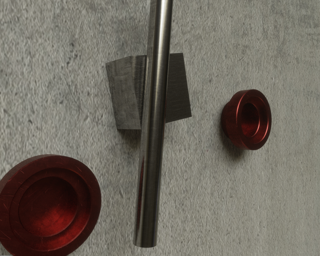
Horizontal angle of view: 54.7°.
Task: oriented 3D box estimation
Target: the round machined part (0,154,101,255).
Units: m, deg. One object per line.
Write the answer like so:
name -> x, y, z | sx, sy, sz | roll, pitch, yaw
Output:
round machined part -> -0.111, 0.074, 0.301 | 0.099, 0.042, 0.097 | 0, 90, -40

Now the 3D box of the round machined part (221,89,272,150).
round machined part -> 0.138, -0.013, 0.509 | 0.099, 0.042, 0.097 | 0, 90, -40

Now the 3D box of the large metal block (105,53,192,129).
large metal block -> -0.012, -0.045, 0.378 | 0.081, 0.050, 0.079 | -15, 100, -39

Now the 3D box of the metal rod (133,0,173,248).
metal rod -> -0.006, -0.027, 0.334 | 0.025, 0.025, 0.298 | 6, 86, -40
